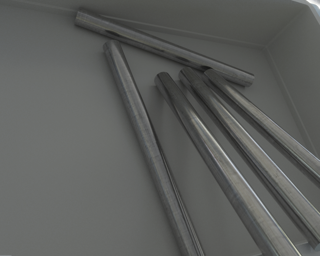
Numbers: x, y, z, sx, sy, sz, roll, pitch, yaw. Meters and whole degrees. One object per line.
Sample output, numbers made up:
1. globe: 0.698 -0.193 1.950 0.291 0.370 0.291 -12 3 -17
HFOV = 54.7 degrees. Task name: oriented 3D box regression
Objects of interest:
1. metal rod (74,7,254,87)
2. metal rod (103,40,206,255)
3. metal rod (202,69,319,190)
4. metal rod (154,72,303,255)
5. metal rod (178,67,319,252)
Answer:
1. metal rod: 0.019 -0.121 0.489 0.302 0.025 0.025 16 56 -20
2. metal rod: -0.015 0.013 0.388 0.025 0.025 0.299 -10 67 -32
3. metal rod: 0.148 0.006 0.405 0.025 0.025 0.300 -7 41 -31
4. metal rod: 0.051 0.017 0.342 0.025 0.025 0.300 5 34 -26
5. metal rod: 0.092 0.008 0.373 0.025 0.025 0.300 2 37 -27
